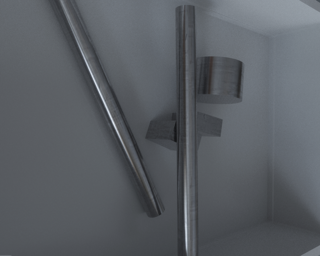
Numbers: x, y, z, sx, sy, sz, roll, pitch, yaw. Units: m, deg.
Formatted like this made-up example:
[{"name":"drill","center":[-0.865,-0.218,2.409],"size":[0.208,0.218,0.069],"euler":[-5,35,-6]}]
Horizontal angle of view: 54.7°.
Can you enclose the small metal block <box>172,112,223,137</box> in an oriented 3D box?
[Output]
[{"name":"small metal block","center":[0.051,-0.005,0.436],"size":[0.050,0.050,0.025],"euler":[14,81,-40]}]

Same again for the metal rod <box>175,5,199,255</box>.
[{"name":"metal rod","center":[0.032,0.007,0.370],"size":[0.025,0.025,0.298],"euler":[-1,90,-40]}]

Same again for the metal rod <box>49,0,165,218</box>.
[{"name":"metal rod","center":[-0.058,-0.023,0.359],"size":[0.025,0.025,0.298],"euler":[-35,112,-35]}]

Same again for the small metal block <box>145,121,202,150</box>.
[{"name":"small metal block","center":[0.018,0.011,0.407],"size":[0.050,0.050,0.025],"euler":[27,73,-37]}]

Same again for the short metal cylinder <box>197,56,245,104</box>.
[{"name":"short metal cylinder","center":[0.076,-0.065,0.437],"size":[0.081,0.080,0.050],"euler":[8,85,-40]}]
